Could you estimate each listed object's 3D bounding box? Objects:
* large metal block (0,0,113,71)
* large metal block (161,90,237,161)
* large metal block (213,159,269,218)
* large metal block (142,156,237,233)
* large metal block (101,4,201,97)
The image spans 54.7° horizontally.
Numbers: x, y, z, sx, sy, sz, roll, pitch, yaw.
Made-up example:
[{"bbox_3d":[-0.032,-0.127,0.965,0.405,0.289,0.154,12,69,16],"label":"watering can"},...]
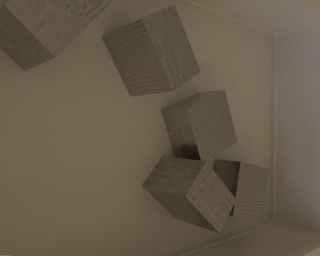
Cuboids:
[{"bbox_3d":[-0.103,-0.103,0.284,0.050,0.080,0.080,50,61,-29],"label":"large metal block"},{"bbox_3d":[0.057,-0.002,0.438,0.081,0.050,0.080,-27,107,-37],"label":"large metal block"},{"bbox_3d":[0.126,0.097,0.496,0.081,0.050,0.080,17,80,-39],"label":"large metal block"},{"bbox_3d":[0.038,0.084,0.403,0.080,0.080,0.050,50,60,-28],"label":"large metal block"},{"bbox_3d":[-0.011,-0.086,0.361,0.050,0.080,0.080,-38,114,-33],"label":"large metal block"}]
